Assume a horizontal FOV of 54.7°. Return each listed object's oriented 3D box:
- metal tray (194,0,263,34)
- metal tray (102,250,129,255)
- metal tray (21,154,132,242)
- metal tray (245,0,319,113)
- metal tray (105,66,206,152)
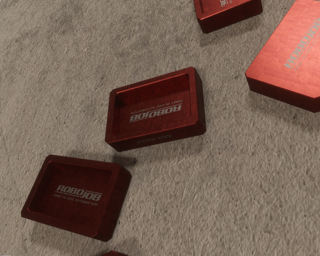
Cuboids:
[{"bbox_3d":[0.097,-0.214,0.479,0.090,0.030,0.130,-16,55,18],"label":"metal tray"},{"bbox_3d":[-0.060,0.203,0.306,0.090,0.030,0.130,-29,52,9],"label":"metal tray"},{"bbox_3d":[-0.110,0.086,0.403,0.130,0.030,0.090,4,63,29],"label":"metal tray"},{"bbox_3d":[0.174,-0.089,0.364,0.090,0.030,0.130,28,77,37],"label":"metal tray"},{"bbox_3d":[-0.008,-0.024,0.417,0.130,0.030,0.090,-13,56,20],"label":"metal tray"}]
